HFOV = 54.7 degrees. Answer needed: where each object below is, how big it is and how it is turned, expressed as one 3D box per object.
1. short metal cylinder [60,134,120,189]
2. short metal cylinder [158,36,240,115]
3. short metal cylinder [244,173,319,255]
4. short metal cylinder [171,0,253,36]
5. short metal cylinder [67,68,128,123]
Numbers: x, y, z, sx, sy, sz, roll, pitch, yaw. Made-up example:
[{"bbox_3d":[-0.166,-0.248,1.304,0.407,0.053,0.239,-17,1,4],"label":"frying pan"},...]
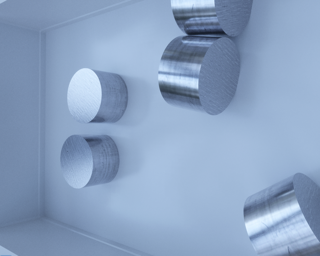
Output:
[{"bbox_3d":[-0.109,0.049,0.478,0.080,0.050,0.079,0,90,39],"label":"short metal cylinder"},{"bbox_3d":[0.044,-0.058,0.334,0.050,0.081,0.079,16,100,38],"label":"short metal cylinder"},{"bbox_3d":[0.120,0.086,0.272,0.050,0.081,0.080,-39,67,33],"label":"short metal cylinder"},{"bbox_3d":[0.056,-0.137,0.324,0.050,0.081,0.079,13,98,39],"label":"short metal cylinder"},{"bbox_3d":[-0.094,-0.046,0.466,0.080,0.050,0.079,0,90,39],"label":"short metal cylinder"}]
